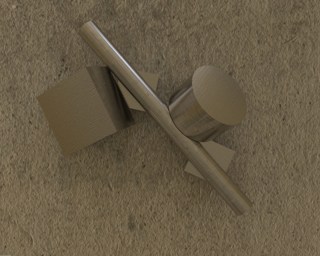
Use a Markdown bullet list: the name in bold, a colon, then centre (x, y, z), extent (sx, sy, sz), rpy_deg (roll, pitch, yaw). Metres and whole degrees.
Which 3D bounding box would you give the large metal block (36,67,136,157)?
- **large metal block**: centre (-0.090, -0.021, 0.381), extent (0.080, 0.050, 0.080), rpy_deg (-25, 91, 23)

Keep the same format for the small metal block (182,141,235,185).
- **small metal block**: centre (0.064, 0.042, 0.412), extent (0.050, 0.025, 0.050), rpy_deg (24, 90, -1)

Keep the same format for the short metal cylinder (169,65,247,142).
- **short metal cylinder**: centre (0.058, -0.029, 0.379), extent (0.081, 0.050, 0.080), rpy_deg (16, 57, -25)

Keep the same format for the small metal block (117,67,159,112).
- **small metal block**: centre (-0.031, -0.049, 0.411), extent (0.050, 0.025, 0.050), rpy_deg (12, 90, -1)

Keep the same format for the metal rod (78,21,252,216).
- **metal rod**: centre (0.007, -0.012, 0.386), extent (0.025, 0.025, 0.300), rpy_deg (-41, 91, 0)
